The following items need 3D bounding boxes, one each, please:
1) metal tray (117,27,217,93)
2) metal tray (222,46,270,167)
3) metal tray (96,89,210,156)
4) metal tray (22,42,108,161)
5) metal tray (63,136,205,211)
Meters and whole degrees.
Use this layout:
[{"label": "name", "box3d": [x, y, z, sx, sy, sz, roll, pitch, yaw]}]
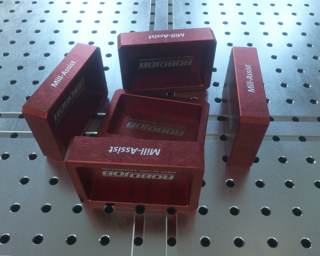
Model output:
[{"label": "metal tray", "box3d": [0.009, -0.093, 0.443, 0.131, 0.090, 0.030, -5, 50, -4]}, {"label": "metal tray", "box3d": [0.103, -0.029, 0.390, 0.030, 0.090, 0.130, 4, 50, 3]}, {"label": "metal tray", "box3d": [-0.005, -0.003, 0.406, 0.131, 0.030, 0.090, 9, 50, 7]}, {"label": "metal tray", "box3d": [-0.111, -0.035, 0.394, 0.030, 0.090, 0.130, 14, 51, 12]}, {"label": "metal tray", "box3d": [-0.023, 0.050, 0.324, 0.131, 0.090, 0.030, 3, 50, 3]}]
